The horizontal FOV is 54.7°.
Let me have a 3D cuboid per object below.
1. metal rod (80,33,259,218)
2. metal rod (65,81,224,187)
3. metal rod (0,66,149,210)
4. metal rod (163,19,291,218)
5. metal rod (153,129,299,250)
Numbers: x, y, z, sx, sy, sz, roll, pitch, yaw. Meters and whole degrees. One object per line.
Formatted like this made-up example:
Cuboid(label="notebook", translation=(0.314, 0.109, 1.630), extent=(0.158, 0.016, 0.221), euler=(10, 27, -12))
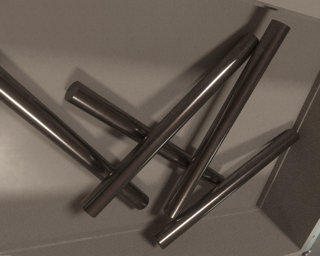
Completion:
Cuboid(label="metal rod", translation=(0.018, -0.008, 0.388), extent=(0.300, 0.025, 0.025), euler=(-46, 130, -7))
Cuboid(label="metal rod", translation=(0.002, 0.026, 0.427), extent=(0.301, 0.025, 0.025), euler=(34, 99, -39))
Cuboid(label="metal rod", translation=(-0.100, 0.022, 0.368), extent=(0.025, 0.025, 0.300), euler=(-40, 130, -1))
Cuboid(label="metal rod", translation=(0.082, -0.001, 0.421), extent=(0.025, 0.025, 0.298), euler=(16, 110, -35))
Cuboid(label="metal rod", translation=(0.117, 0.089, 0.499), extent=(0.302, 0.025, 0.025), euler=(-33, 130, -19))
